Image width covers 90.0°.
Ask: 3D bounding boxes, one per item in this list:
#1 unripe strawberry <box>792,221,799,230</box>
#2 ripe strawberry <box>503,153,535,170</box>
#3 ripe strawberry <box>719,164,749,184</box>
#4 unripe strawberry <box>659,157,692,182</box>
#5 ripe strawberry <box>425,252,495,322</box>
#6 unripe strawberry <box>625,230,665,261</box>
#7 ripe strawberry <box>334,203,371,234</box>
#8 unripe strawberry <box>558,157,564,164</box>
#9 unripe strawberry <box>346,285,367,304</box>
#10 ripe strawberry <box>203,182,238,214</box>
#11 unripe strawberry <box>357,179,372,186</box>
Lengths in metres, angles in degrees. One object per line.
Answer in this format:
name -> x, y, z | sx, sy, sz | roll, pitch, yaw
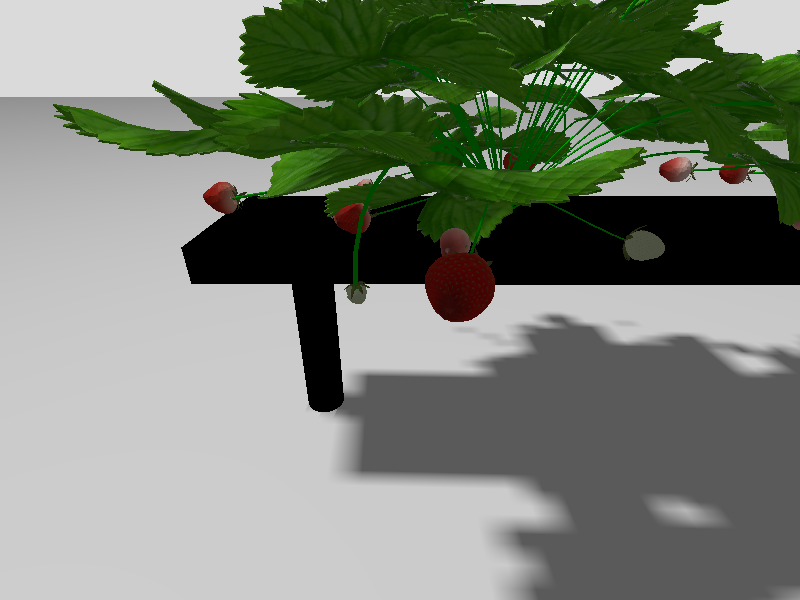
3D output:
unripe strawberry -> 0.319, -0.066, 0.314 | 0.025, 0.024, 0.023 | -7, 29, -8
ripe strawberry -> 0.151, -0.177, 0.505 | 0.039, 0.033, 0.039 | 9, 29, 17
ripe strawberry -> 0.387, -0.148, 0.465 | 0.027, 0.027, 0.025 | 22, 35, 35
unripe strawberry -> 0.321, -0.152, 0.467 | 0.032, 0.027, 0.032 | 16, 32, 27
ripe strawberry -> 0.027, -0.004, 0.191 | 0.034, 0.036, 0.037 | 9, 31, 17
unripe strawberry -> 0.159, -0.035, 0.260 | 0.022, 0.019, 0.022 | -17, 34, -29
ripe strawberry -> -0.037, -0.063, 0.307 | 0.027, 0.023, 0.027 | -11, 30, -19
unripe strawberry -> 0.208, -0.183, 0.520 | 0.011, 0.011, 0.010 | 16, 32, 27
unripe strawberry -> -0.021, -0.003, 0.193 | 0.011, 0.010, 0.010 | 17, 33, 28
ripe strawberry -> -0.161, -0.091, 0.358 | 0.029, 0.028, 0.027 | 0, 29, 2
unripe strawberry -> -0.035, -0.106, 0.389 | 0.021, 0.022, 0.019 | -7, 24, 24
